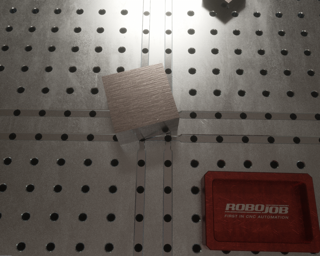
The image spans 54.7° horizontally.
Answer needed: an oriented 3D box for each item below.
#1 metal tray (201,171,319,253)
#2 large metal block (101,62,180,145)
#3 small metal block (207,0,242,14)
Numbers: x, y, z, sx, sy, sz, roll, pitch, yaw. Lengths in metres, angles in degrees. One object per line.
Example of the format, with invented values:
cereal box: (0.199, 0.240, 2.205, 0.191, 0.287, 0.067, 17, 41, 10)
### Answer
metal tray: (0.118, 0.100, 0.373, 0.131, 0.030, 0.090, 2, 70, 0)
large metal block: (-0.025, -0.031, 0.410, 0.081, 0.050, 0.080, -14, 71, -6)
small metal block: (0.105, -0.218, 0.493, 0.050, 0.025, 0.050, -42, 76, -14)
